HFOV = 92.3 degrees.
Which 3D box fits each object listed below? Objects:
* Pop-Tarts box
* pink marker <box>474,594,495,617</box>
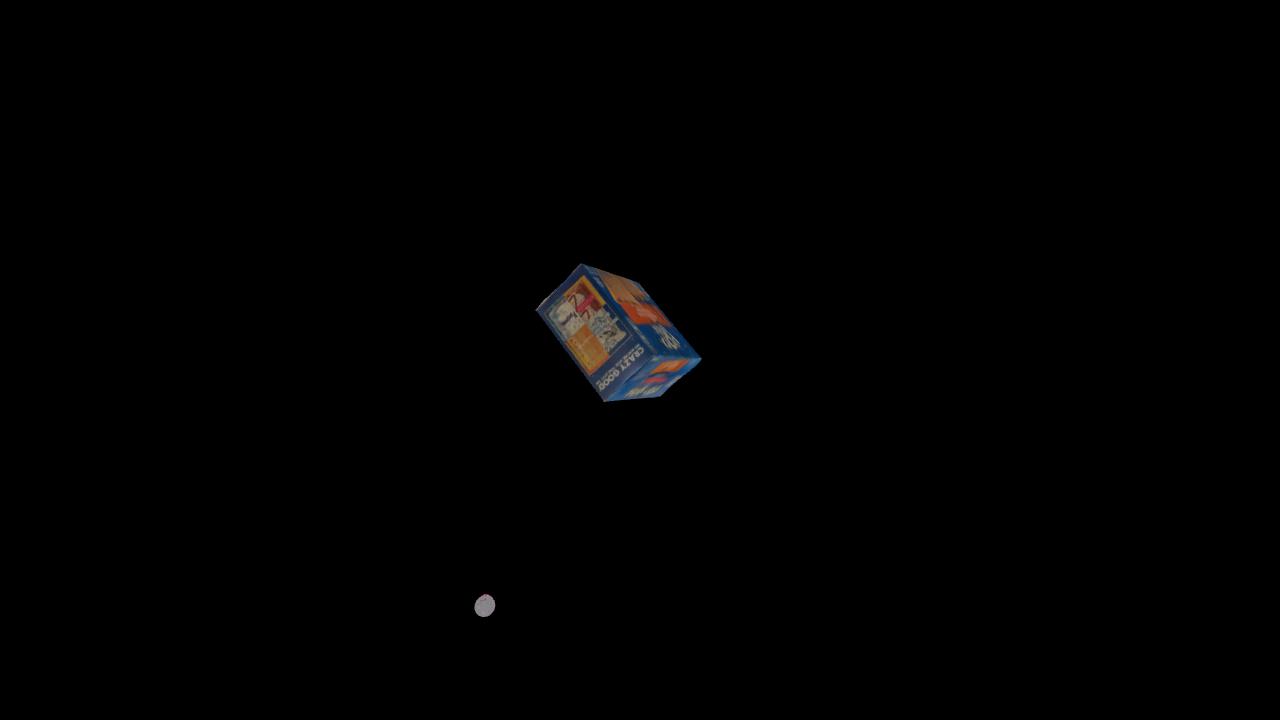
[{"bbox_3d":[-0.020,-0.030,0.753,0.083,0.141,0.167,-43,-17,17],"label":"Pop-Tarts box"},{"bbox_3d":[-0.158,0.249,0.627,0.020,0.020,0.121,0,-20,-14],"label":"pink marker"}]
